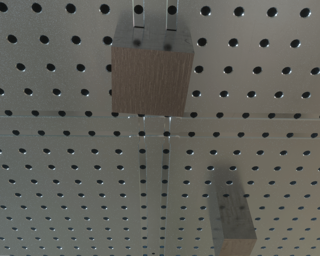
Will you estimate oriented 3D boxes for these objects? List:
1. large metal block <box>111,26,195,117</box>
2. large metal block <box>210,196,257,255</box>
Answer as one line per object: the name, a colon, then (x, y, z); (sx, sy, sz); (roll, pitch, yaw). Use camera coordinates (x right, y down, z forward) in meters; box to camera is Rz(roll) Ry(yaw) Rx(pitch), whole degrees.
large metal block: (-0.010, -0.061, 0.343); (0.081, 0.050, 0.079); (4, 130, -4)
large metal block: (0.121, 0.172, 0.524); (0.050, 0.080, 0.079); (1, 130, -2)
